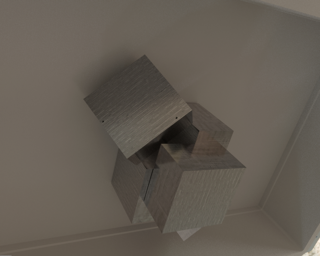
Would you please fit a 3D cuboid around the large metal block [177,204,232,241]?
[{"bbox_3d":[0.045,0.106,0.452,0.080,0.080,0.050,-36,94,-5],"label":"large metal block"}]

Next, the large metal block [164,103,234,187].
[{"bbox_3d":[0.039,0.019,0.403,0.050,0.080,0.079,1,118,-29],"label":"large metal block"}]

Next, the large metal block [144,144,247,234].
[{"bbox_3d":[0.037,0.065,0.346,0.081,0.050,0.079,2,118,-29],"label":"large metal block"}]

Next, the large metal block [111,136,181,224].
[{"bbox_3d":[-0.019,0.062,0.399,0.050,0.080,0.079,1,118,-29],"label":"large metal block"}]

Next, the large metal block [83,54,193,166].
[{"bbox_3d":[-0.021,-0.018,0.339,0.080,0.080,0.050,-37,164,-4],"label":"large metal block"}]
